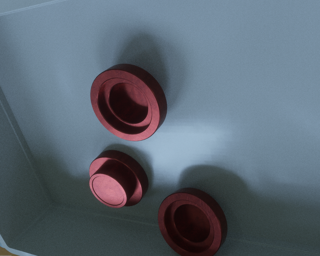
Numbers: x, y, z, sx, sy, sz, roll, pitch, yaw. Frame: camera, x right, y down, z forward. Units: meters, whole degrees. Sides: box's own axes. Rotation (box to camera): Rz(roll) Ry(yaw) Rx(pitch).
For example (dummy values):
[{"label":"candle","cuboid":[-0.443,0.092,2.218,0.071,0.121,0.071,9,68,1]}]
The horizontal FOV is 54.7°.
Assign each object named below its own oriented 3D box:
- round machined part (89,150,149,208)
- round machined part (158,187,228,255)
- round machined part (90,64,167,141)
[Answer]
[{"label":"round machined part","cuboid":[-0.071,0.087,0.489,0.098,0.042,0.097,13,124,21]},{"label":"round machined part","cuboid":[0.049,0.131,0.440,0.098,0.042,0.097,7,103,31]},{"label":"round machined part","cuboid":[-0.036,-0.035,0.395,0.098,0.042,0.097,13,124,21]}]
